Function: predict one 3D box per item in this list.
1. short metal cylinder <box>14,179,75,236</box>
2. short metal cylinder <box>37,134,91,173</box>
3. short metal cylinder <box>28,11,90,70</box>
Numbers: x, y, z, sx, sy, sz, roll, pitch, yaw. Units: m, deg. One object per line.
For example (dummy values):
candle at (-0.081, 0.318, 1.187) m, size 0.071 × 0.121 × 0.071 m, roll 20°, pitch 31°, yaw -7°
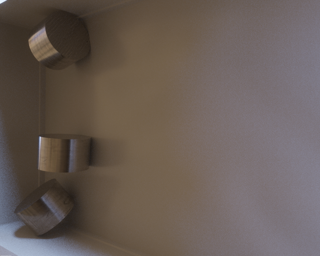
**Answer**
short metal cylinder at (-0.191, 0.130, 0.516) m, size 0.080 × 0.080 × 0.050 m, roll -22°, pitch 110°, yaw 37°
short metal cylinder at (-0.153, 0.038, 0.494) m, size 0.080 × 0.081 × 0.050 m, roll 7°, pitch 95°, yaw 39°
short metal cylinder at (-0.162, -0.140, 0.501) m, size 0.050 × 0.081 × 0.080 m, roll -16°, pitch 80°, yaw 39°
